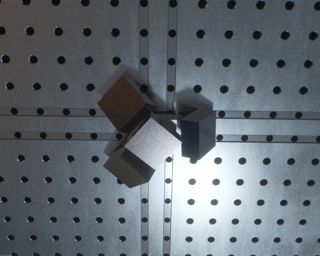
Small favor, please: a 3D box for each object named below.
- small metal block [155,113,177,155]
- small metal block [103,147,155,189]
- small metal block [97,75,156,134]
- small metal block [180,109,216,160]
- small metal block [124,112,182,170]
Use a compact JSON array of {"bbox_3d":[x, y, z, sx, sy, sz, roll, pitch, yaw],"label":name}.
[{"bbox_3d":[-0.004,0.007,0.416,0.050,0.025,0.050,1,113,-1],"label":"small metal block"},{"bbox_3d":[-0.041,0.052,0.419,0.050,0.025,0.050,43,142,-14],"label":"small metal block"},{"bbox_3d":[-0.042,-0.029,0.389,0.050,0.025,0.050,-45,69,14],"label":"small metal block"},{"bbox_3d":[0.050,0.007,0.400,0.025,0.050,0.050,10,114,31],"label":"small metal block"},{"bbox_3d":[-0.009,0.016,0.392,0.050,0.025,0.050,39,105,-14],"label":"small metal block"}]
